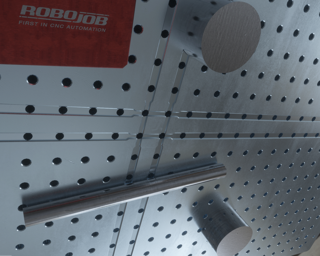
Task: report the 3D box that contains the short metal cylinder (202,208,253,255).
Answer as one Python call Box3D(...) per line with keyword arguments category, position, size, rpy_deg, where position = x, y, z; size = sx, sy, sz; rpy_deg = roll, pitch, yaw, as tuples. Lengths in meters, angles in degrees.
Box3D(category="short metal cylinder", position=(0.128, 0.200, 0.592), size=(0.081, 0.050, 0.079), rpy_deg=(-14, 125, -21))

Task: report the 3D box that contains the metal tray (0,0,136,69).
Box3D(category="metal tray", position=(-0.092, -0.106, 0.293), size=(0.131, 0.030, 0.089), rpy_deg=(-4, 120, -27))

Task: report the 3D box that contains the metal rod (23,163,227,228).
Box3D(category="metal rod", position=(-0.034, 0.091, 0.450), size=(0.303, 0.025, 0.025), rpy_deg=(-9, 122, -24))

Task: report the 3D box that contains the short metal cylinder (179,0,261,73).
Box3D(category="short metal cylinder", position=(0.070, -0.111, 0.366), size=(0.081, 0.050, 0.079), rpy_deg=(-14, 125, -21))
